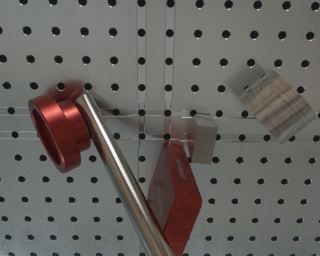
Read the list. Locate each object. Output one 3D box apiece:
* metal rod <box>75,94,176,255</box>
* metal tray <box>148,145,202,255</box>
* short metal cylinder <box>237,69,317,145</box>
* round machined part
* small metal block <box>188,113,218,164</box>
[{"bbox_3d":[-0.028,0.080,0.337,0.025,0.025,0.299,-38,63,12],"label":"metal rod"},{"bbox_3d":[0.013,0.089,0.389,0.030,0.130,0.089,14,110,-10],"label":"metal tray"},{"bbox_3d":[0.140,-0.026,0.377,0.050,0.080,0.080,-43,105,14],"label":"short metal cylinder"},{"bbox_3d":[-0.121,0.003,0.384,0.042,0.098,0.097,-26,113,-28],"label":"round machined part"},{"bbox_3d":[0.055,0.013,0.406,0.025,0.050,0.050,6,110,-3],"label":"small metal block"}]
